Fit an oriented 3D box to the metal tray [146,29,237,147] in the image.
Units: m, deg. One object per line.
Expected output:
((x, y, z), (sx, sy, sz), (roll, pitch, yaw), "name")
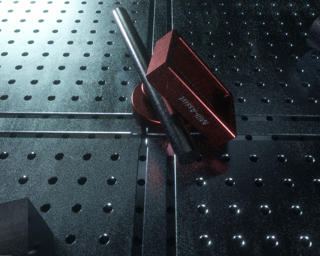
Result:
((0.044, -0.049, 0.382), (0.030, 0.130, 0.090), (-31, 30, 31), "metal tray")

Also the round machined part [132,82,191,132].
((0.010, -0.044, 0.433), (0.099, 0.042, 0.098), (0, 50, 0), "round machined part")

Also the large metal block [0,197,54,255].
((-0.147, 0.112, 0.277), (0.081, 0.080, 0.050), (-12, 51, -10), "large metal block")

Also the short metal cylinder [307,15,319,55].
((0.289, -0.150, 0.500), (0.081, 0.080, 0.050), (-15, 52, -12), "short metal cylinder")

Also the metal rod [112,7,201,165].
((-0.017, -0.077, 0.417), (0.025, 0.025, 0.300), (-15, 52, -12), "metal rod")
